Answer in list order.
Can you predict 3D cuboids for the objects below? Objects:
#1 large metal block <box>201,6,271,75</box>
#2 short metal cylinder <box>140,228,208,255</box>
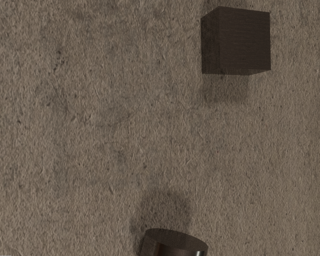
[{"bbox_3d":[0.106,-0.119,0.436,0.081,0.050,0.079,-2,91,-20],"label":"large metal block"},{"bbox_3d":[0.015,0.164,0.387,0.081,0.080,0.050,15,85,-20],"label":"short metal cylinder"}]
